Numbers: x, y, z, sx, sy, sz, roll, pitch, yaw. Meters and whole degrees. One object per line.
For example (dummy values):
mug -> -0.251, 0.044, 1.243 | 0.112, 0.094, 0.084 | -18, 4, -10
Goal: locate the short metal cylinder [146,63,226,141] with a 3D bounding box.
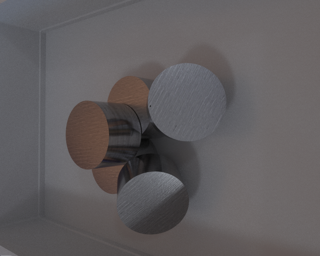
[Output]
short metal cylinder -> 0.026, -0.026, 0.339 | 0.081, 0.050, 0.079 | 0, 89, -5

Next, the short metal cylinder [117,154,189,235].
short metal cylinder -> -0.010, 0.077, 0.367 | 0.050, 0.081, 0.079 | -112, 39, -71

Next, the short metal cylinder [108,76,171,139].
short metal cylinder -> -0.024, -0.025, 0.406 | 0.080, 0.050, 0.079 | 0, 90, 39

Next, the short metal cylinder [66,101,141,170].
short metal cylinder -> -0.070, 0.008, 0.377 | 0.080, 0.050, 0.079 | 0, 90, 39

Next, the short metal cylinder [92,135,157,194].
short metal cylinder -> -0.050, 0.047, 0.428 | 0.080, 0.050, 0.079 | 0, 90, 39
